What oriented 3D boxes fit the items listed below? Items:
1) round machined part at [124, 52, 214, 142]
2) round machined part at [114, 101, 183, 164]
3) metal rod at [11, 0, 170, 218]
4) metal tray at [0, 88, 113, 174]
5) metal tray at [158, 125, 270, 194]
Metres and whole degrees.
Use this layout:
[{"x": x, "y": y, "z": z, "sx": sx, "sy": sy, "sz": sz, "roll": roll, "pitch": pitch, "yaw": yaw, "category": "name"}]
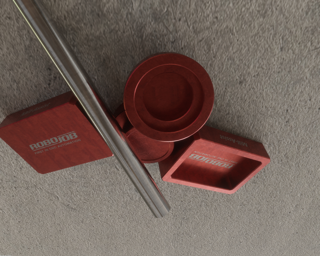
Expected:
[{"x": 0.008, "y": -0.037, "z": 0.352, "sx": 0.099, "sy": 0.042, "sz": 0.097, "roll": -2, "pitch": 109, "yaw": -6, "category": "round machined part"}, {"x": -0.016, "y": 0.009, "z": 0.405, "sx": 0.099, "sy": 0.042, "sz": 0.097, "roll": 0, "pitch": 130, "yaw": 0, "category": "round machined part"}, {"x": -0.065, "y": -0.009, "z": 0.357, "sx": 0.025, "sy": 0.025, "sz": 0.299, "roll": -22, "pitch": 114, "yaw": 17, "category": "metal rod"}, {"x": -0.130, "y": 0.009, "z": 0.398, "sx": 0.130, "sy": 0.030, "sz": 0.090, "roll": -16, "pitch": 126, "yaw": 24, "category": "metal tray"}, {"x": 0.075, "y": 0.047, "z": 0.432, "sx": 0.131, "sy": 0.030, "sz": 0.089, "roll": 16, "pitch": 129, "yaw": -27, "category": "metal tray"}]
